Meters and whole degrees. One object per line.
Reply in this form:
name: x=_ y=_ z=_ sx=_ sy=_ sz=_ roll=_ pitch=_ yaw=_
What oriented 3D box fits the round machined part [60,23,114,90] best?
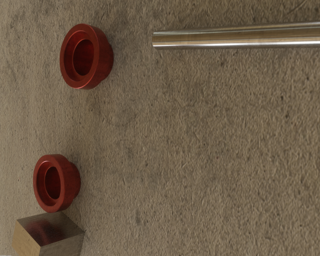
round machined part: x=-0.110 y=-0.108 z=0.482 sx=0.098 sy=0.042 sz=0.097 roll=0 pitch=90 yaw=39

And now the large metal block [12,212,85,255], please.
large metal block: x=-0.187 y=0.187 z=0.521 sx=0.080 sy=0.081 sz=0.050 roll=24 pitch=105 yaw=37

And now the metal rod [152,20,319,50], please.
metal rod: x=0.113 y=-0.092 z=0.310 sx=0.300 sy=0.025 sz=0.025 roll=11 pitch=97 yaw=39

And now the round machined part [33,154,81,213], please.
round machined part: x=-0.174 y=0.093 z=0.534 sx=0.098 sy=0.042 sz=0.097 roll=0 pitch=90 yaw=39
